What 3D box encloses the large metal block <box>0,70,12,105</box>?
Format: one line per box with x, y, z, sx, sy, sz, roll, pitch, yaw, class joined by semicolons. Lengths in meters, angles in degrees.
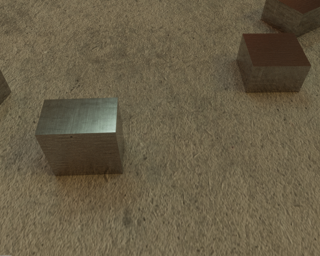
-0.271;-0.048;0.426;0.080;0.050;0.080;12;51;9;large metal block

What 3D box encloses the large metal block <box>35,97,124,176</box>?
-0.086;0.012;0.357;0.081;0.080;0.050;-2;50;-2;large metal block

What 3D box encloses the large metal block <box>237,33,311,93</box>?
0.168;-0.100;0.472;0.081;0.050;0.080;-1;50;-1;large metal block

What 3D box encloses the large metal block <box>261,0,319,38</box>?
0.250;-0.216;0.570;0.081;0.050;0.080;-27;55;-21;large metal block
